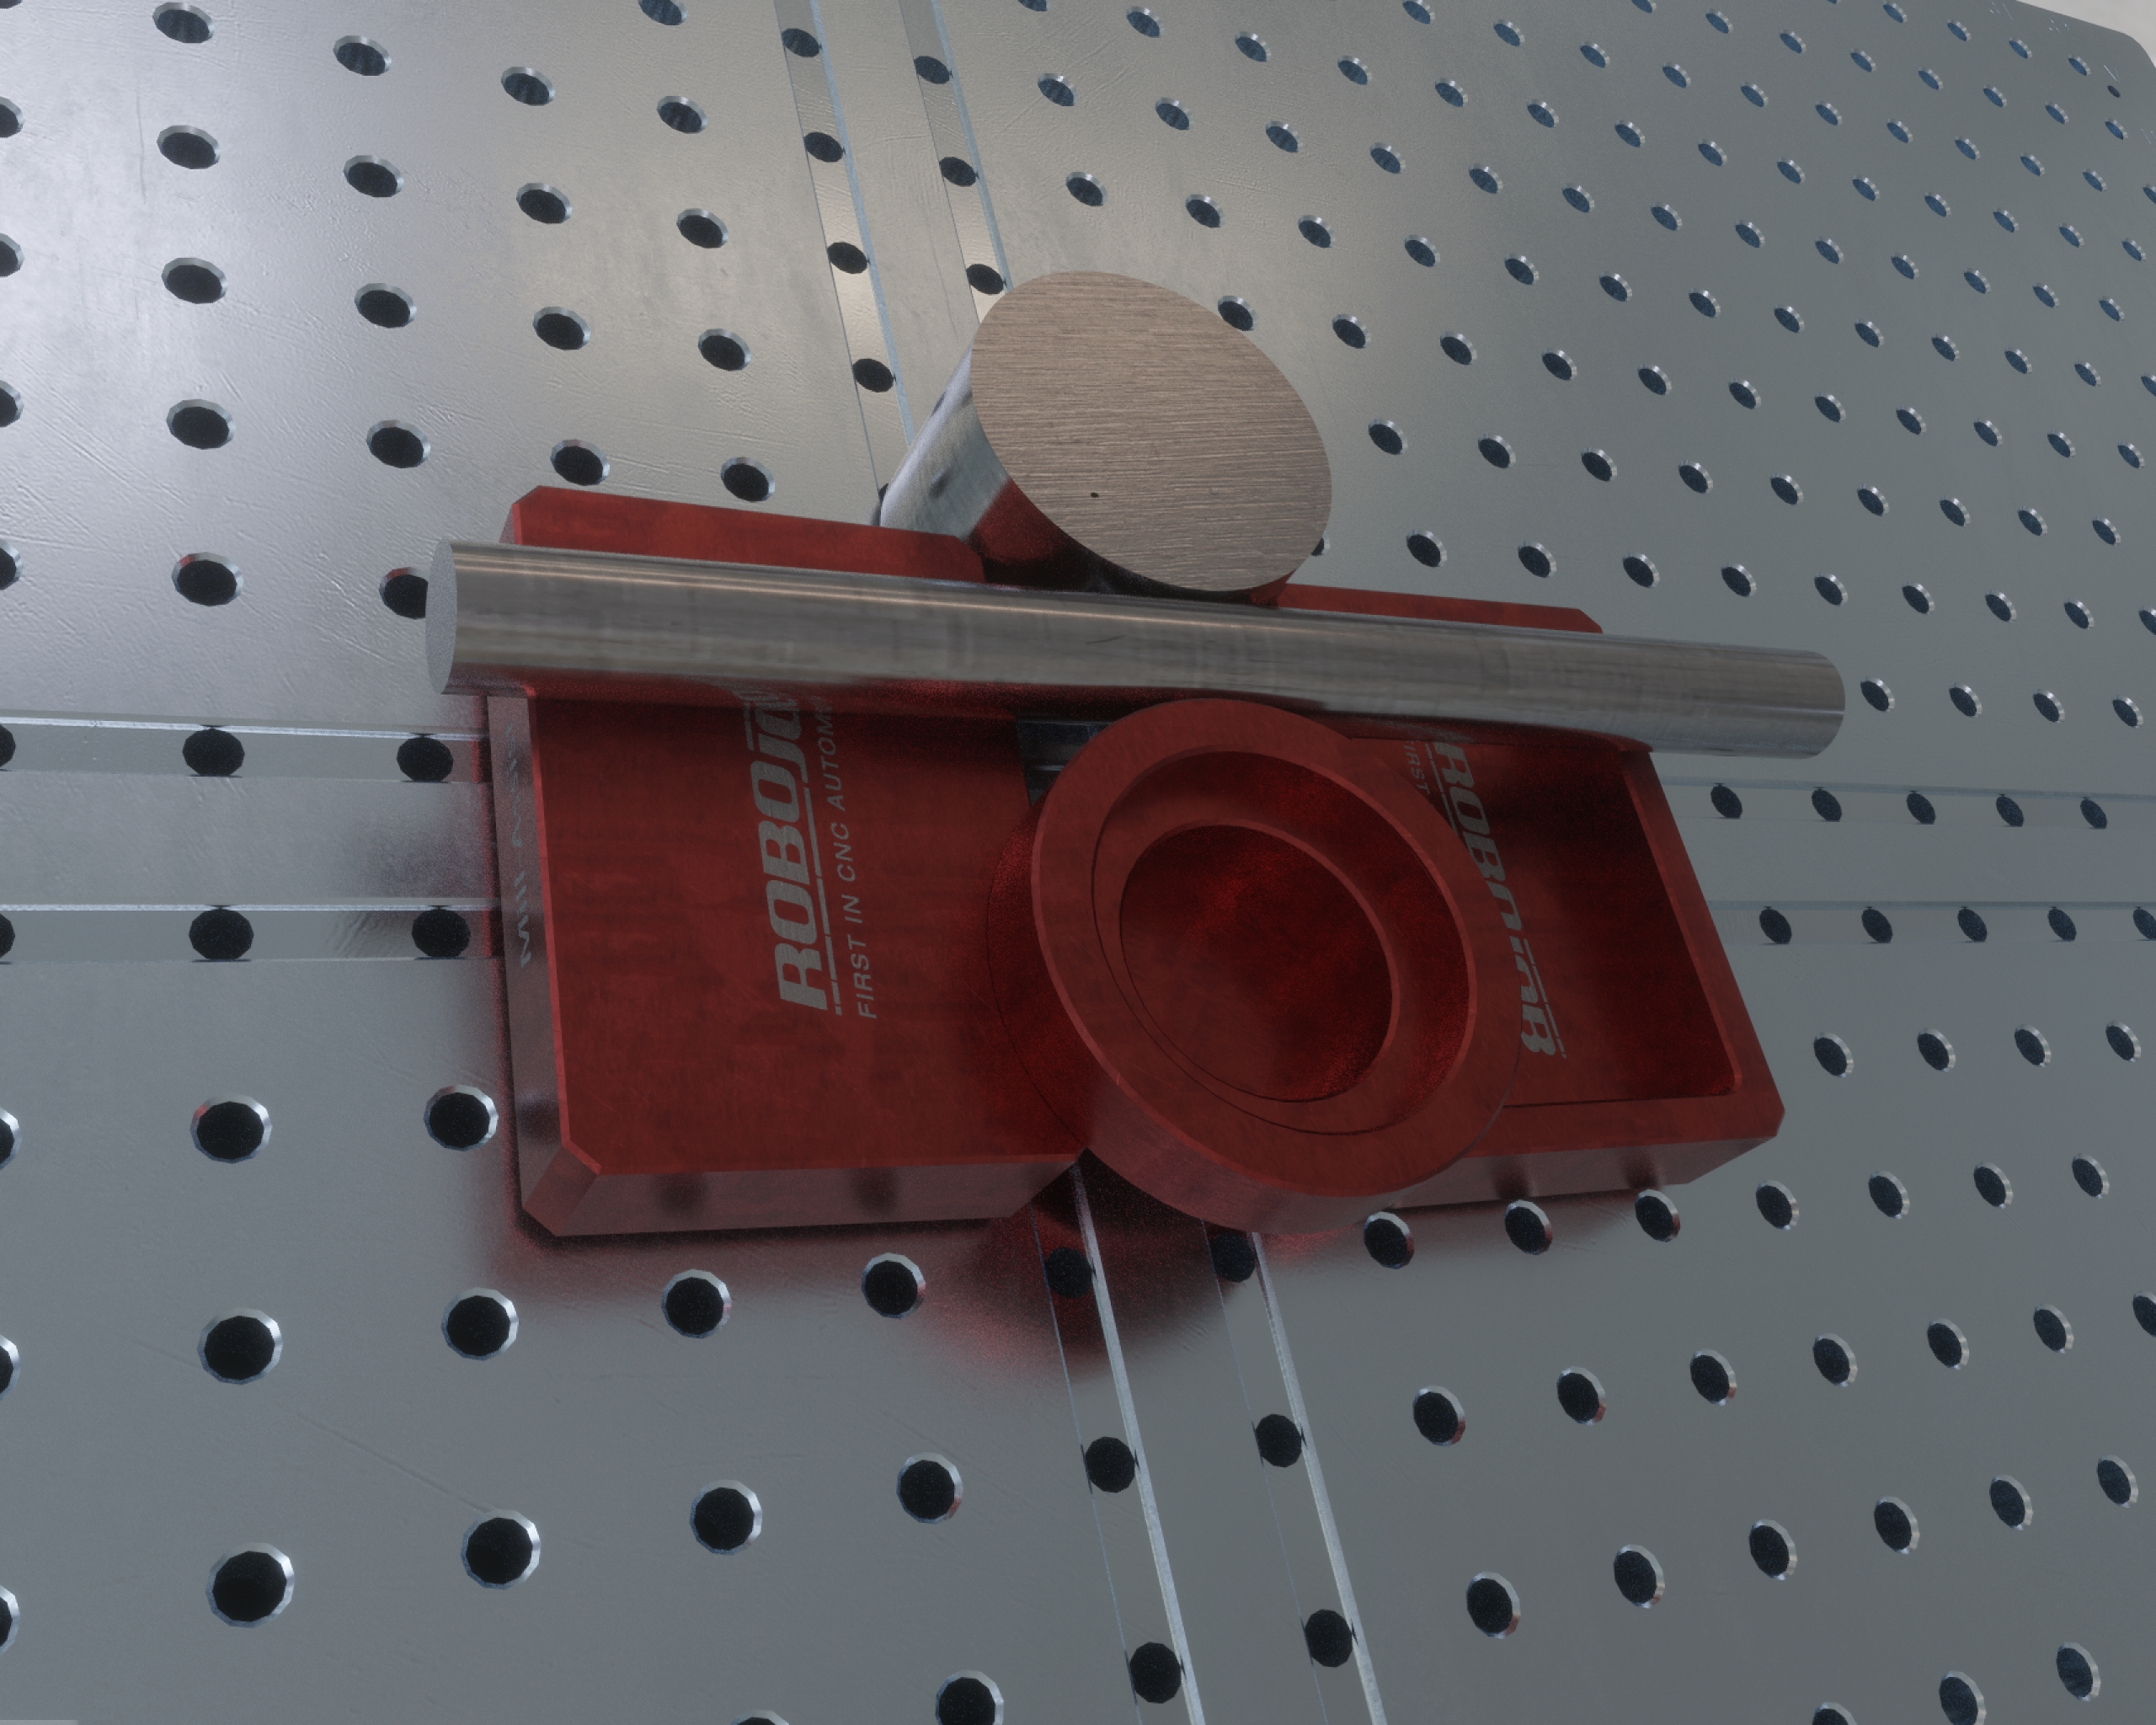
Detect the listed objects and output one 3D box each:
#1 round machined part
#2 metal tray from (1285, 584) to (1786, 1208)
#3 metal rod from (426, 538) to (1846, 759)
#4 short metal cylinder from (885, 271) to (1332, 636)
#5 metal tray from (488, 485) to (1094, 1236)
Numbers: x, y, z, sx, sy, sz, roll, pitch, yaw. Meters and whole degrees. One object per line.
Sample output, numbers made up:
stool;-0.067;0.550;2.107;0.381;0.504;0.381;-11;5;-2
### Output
round machined part;0.029;0.022;0.383;0.099;0.042;0.098;14;56;-21
metal tray;0.087;0.005;0.444;0.091;0.030;0.130;1;61;-28
metal rod;0.032;-0.038;0.404;0.303;0.025;0.025;1;62;-28
short metal cylinder;0.005;-0.076;0.436;0.081;0.050;0.080;14;56;-21
metal tray;-0.054;-0.002;0.371;0.091;0.030;0.130;3;61;-27
